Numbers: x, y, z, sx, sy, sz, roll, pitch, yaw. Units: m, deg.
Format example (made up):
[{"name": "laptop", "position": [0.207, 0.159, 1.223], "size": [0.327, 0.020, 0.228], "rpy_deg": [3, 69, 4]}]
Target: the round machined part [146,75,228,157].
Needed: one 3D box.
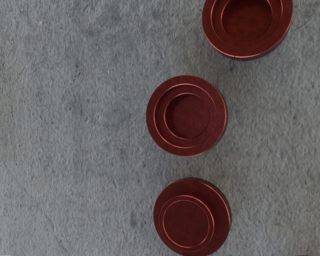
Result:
[{"name": "round machined part", "position": [0.036, -0.014, 0.387], "size": [0.098, 0.042, 0.097], "rpy_deg": [0, 90, 19]}]

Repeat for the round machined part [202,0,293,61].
[{"name": "round machined part", "position": [0.102, -0.127, 0.364], "size": [0.098, 0.042, 0.097], "rpy_deg": [0, 90, 19]}]

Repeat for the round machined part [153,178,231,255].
[{"name": "round machined part", "position": [0.037, 0.114, 0.386], "size": [0.098, 0.042, 0.097], "rpy_deg": [0, 90, 19]}]
